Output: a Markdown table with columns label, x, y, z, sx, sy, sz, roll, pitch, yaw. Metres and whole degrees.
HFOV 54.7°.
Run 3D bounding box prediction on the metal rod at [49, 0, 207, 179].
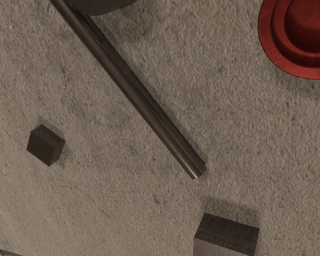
| label | x | y | z | sx | sy | sz | roll | pitch | yaw |
| --- | --- | --- | --- | --- | --- | --- | --- | --- | --- |
| metal rod | -0.040 | -0.055 | 0.391 | 0.025 | 0.025 | 0.300 | -31 | 101 | 38 |

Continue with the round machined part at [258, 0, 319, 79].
| label | x | y | z | sx | sy | sz | roll | pitch | yaw |
| --- | --- | --- | --- | --- | --- | --- | --- | --- | --- |
| round machined part | 0.138 | -0.095 | 0.265 | 0.098 | 0.042 | 0.097 | 13 | 124 | 20 |

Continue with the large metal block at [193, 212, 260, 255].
| label | x | y | z | sx | sy | sz | roll | pitch | yaw |
| --- | --- | --- | --- | --- | --- | --- | --- | --- | --- |
| large metal block | 0.095 | 0.180 | 0.452 | 0.080 | 0.050 | 0.079 | 12 | 123 | 21 |

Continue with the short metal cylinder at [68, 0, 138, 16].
| label | x | y | z | sx | sy | sz | roll | pitch | yaw |
| --- | --- | --- | --- | --- | --- | --- | --- | --- | --- |
| short metal cylinder | -0.059 | -0.162 | 0.320 | 0.080 | 0.050 | 0.079 | 13 | 124 | 20 |

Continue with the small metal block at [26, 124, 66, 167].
| label | x | y | z | sx | sy | sz | roll | pitch | yaw |
| --- | --- | --- | --- | --- | --- | --- | --- | --- | --- |
| small metal block | -0.194 | 0.030 | 0.525 | 0.050 | 0.025 | 0.050 | 35 | 129 | 4 |
